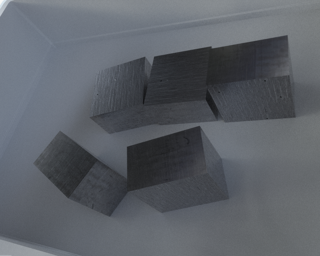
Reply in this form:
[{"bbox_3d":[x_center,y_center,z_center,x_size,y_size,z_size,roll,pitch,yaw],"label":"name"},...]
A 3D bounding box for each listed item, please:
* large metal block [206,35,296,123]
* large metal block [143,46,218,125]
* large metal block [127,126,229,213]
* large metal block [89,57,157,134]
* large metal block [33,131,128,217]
[{"bbox_3d":[0.104,-0.050,0.346,0.080,0.080,0.050,-4,60,26],"label":"large metal block"},{"bbox_3d":[0.032,-0.053,0.404,0.080,0.050,0.080,-4,60,26],"label":"large metal block"},{"bbox_3d":[0.020,0.048,0.329,0.080,0.080,0.050,-17,55,18],"label":"large metal block"},{"bbox_3d":[-0.047,-0.045,0.440,0.080,0.050,0.080,-12,57,21],"label":"large metal block"},{"bbox_3d":[-0.093,0.057,0.382,0.080,0.080,0.050,29,78,37],"label":"large metal block"}]
